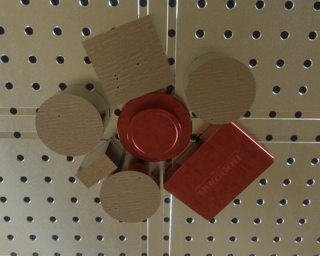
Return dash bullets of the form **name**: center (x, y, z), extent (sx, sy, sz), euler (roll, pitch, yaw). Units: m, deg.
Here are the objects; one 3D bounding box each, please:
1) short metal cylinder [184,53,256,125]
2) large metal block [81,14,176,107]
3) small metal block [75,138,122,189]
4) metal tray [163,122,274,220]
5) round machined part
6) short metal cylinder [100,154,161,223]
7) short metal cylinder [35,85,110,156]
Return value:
- **short metal cylinder**: center (0.071, -0.050, 0.381), extent (0.081, 0.050, 0.079), euler (0, 110, 0)
- **large metal block**: center (-0.034, -0.081, 0.370), extent (0.080, 0.050, 0.080), euler (-20, 109, 7)
- **small metal block**: center (-0.080, 0.047, 0.415), extent (0.050, 0.050, 0.025), euler (-35, 106, 12)
- **metal tray**: center (0.078, 0.057, 0.431), extent (0.090, 0.030, 0.130), euler (39, 105, -13)
- **round machined part**: center (-0.007, 0.001, 0.404), extent (0.099, 0.042, 0.097), euler (0, 110, 0)
- **short metal cylinder**: center (-0.039, 0.083, 0.429), extent (0.081, 0.050, 0.079), euler (0, 110, 0)
- **short metal cylinder**: center (-0.108, -0.011, 0.394), extent (0.081, 0.050, 0.079), euler (0, 110, 0)
